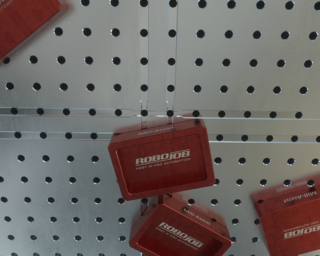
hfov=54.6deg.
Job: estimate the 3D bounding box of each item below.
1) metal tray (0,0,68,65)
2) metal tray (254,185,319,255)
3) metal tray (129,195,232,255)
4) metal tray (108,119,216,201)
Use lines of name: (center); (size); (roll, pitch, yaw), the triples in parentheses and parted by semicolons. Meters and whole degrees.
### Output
metal tray: (-0.187, -0.138, 0.359); (0.130, 0.030, 0.090); (-34, 107, 11)
metal tray: (0.218, 0.139, 0.464); (0.130, 0.030, 0.090); (-18, 109, 6)
metal tray: (0.030, 0.167, 0.472); (0.130, 0.030, 0.090); (31, 107, -11)
metal tray: (0.004, 0.045, 0.427); (0.131, 0.030, 0.090); (-11, 110, 4)
